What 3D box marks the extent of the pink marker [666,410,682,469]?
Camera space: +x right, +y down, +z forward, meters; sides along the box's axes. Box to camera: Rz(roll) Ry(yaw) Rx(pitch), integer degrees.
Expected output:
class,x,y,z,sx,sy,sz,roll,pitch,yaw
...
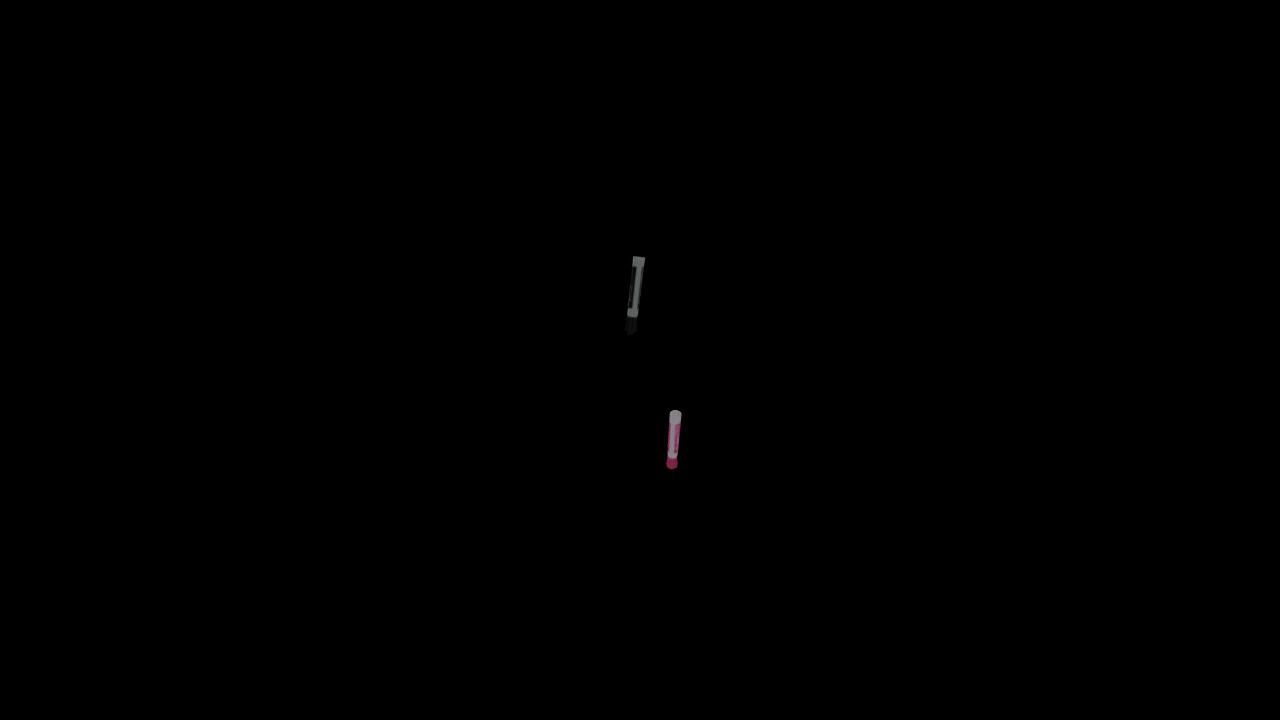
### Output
class,x,y,z,sx,sy,sz,roll,pitch,yaw
pink marker,0.054,0.132,0.992,0.020,0.121,0.020,1,37,-1

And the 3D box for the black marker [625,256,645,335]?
class,x,y,z,sx,sy,sz,roll,pitch,yaw
black marker,-0.008,-0.098,0.948,0.020,0.121,0.020,7,10,-1
